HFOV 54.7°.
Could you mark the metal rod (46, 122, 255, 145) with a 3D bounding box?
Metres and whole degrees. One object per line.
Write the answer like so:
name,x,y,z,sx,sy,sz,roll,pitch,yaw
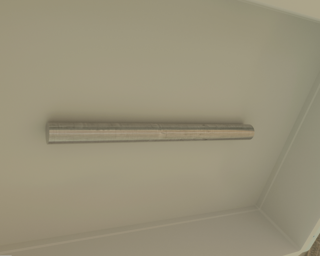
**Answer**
metal rod,0.008,0.006,0.416,0.303,0.025,0.025,0,118,-29
